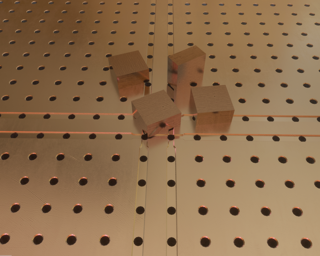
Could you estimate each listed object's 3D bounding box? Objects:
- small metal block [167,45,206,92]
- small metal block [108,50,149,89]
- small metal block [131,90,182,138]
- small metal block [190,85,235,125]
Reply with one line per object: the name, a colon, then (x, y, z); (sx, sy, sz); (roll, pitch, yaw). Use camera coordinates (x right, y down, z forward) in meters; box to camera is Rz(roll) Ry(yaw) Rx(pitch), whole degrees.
small metal block: (0.039, -0.089, 0.467); (0.050, 0.050, 0.025); (-27, 55, -21)
small metal block: (-0.049, -0.092, 0.485); (0.050, 0.025, 0.050); (-16, 52, -13)
small metal block: (-0.005, -0.021, 0.425); (0.050, 0.025, 0.050); (-21, 53, -17)
small metal block: (0.072, -0.033, 0.436); (0.050, 0.025, 0.050); (-5, 50, -4)
